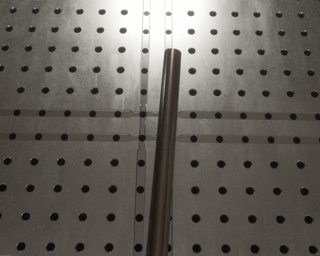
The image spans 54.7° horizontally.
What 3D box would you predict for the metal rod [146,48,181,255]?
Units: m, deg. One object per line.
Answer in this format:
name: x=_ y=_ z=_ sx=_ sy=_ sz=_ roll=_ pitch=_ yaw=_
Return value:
metal rod: x=0.007 y=0.031 z=0.400 sx=0.025 sy=0.025 sz=0.299 roll=5 pitch=70 yaw=1
